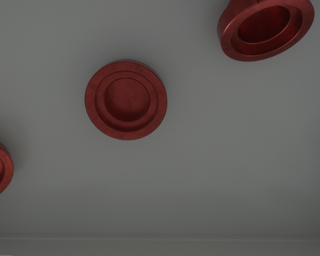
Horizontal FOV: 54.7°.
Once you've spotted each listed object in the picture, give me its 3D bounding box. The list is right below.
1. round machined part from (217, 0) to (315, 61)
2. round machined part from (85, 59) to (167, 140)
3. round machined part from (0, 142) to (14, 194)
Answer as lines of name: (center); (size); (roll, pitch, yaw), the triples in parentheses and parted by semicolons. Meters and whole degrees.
round machined part: (0.111, -0.120, 0.340); (0.099, 0.042, 0.098); (-8, 155, -3)
round machined part: (-0.041, -0.037, 0.388); (0.099, 0.042, 0.097); (0, 110, 0)
round machined part: (-0.248, 0.050, 0.403); (0.099, 0.042, 0.097); (-18, 126, -27)
